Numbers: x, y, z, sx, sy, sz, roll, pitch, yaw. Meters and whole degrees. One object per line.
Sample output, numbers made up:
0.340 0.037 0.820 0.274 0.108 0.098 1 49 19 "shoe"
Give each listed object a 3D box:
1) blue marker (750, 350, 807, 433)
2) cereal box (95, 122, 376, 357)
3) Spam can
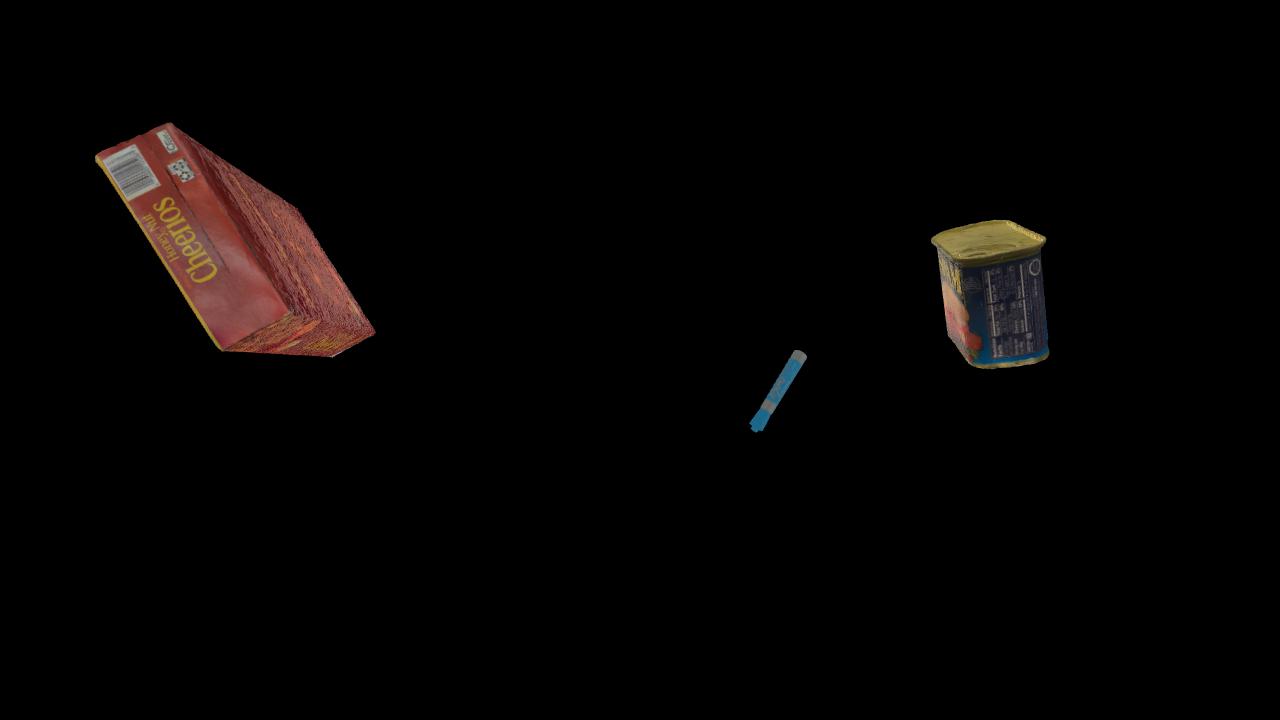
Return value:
0.173 0.040 0.774 0.020 0.121 0.020 32 -17 11 "blue marker"
-0.418 -0.106 0.689 0.081 0.203 0.306 -31 5 -9 "cereal box"
0.260 -0.050 0.458 0.058 0.085 0.101 -11 19 18 "Spam can"
